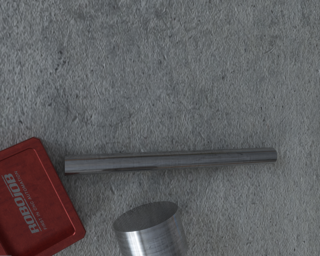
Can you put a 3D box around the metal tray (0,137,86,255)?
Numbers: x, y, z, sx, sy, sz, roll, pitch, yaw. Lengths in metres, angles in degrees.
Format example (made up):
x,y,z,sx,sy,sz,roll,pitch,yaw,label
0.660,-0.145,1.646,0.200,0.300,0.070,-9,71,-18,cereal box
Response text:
x,y,z,sx,sy,sz,roll,pitch,yaw,label
-0.153,0.085,0.350,0.091,0.030,0.129,-26,99,-18,metal tray

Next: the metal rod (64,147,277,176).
x,y,z,sx,sy,sz,roll,pitch,yaw,label
0.028,0.043,0.419,0.303,0.025,0.025,-1,90,-20,metal rod

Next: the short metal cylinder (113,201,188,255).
x,y,z,sx,sy,sz,roll,pitch,yaw,label
-0.011,0.129,0.376,0.081,0.080,0.050,-17,96,-19,short metal cylinder
